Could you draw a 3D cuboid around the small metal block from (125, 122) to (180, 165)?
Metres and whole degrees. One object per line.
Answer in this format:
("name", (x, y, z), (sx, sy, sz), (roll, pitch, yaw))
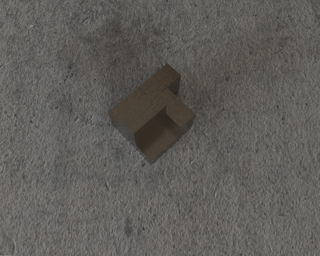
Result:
("small metal block", (-0.010, 0.012, 0.405), (0.050, 0.025, 0.050), (-41, 75, -14))

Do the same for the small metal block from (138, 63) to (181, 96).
("small metal block", (0.000, -0.051, 0.414), (0.050, 0.050, 0.025), (-42, 76, -14))

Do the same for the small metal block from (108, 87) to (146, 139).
("small metal block", (-0.037, -0.019, 0.402), (0.050, 0.050, 0.025), (-42, 76, -14))

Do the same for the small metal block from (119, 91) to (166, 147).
("small metal block", (-0.020, -0.010, 0.373), (0.050, 0.050, 0.025), (-42, 76, -14))

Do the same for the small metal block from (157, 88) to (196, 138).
("small metal block", (0.017, -0.017, 0.402), (0.025, 0.050, 0.050), (-41, 76, -14))
